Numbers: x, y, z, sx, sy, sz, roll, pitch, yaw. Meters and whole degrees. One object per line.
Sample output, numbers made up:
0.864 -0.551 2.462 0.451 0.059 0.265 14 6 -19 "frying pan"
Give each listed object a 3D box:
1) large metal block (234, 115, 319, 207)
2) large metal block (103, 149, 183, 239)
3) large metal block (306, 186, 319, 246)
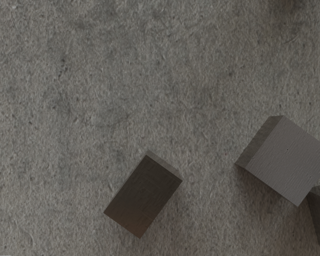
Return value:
0.158 0.040 0.400 0.080 0.050 0.080 36 90 -1 "large metal block"
-0.019 0.076 0.382 0.050 0.080 0.080 36 90 -1 "large metal block"
0.248 0.113 0.401 0.080 0.050 0.080 -14 90 -1 "large metal block"
